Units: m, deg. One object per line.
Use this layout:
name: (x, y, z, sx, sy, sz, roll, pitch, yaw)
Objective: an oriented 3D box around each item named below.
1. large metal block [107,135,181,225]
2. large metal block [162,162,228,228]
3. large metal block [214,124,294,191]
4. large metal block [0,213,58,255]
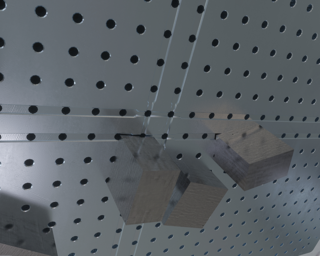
large metal block: (-0.025, 0.065, 0.401, 0.050, 0.080, 0.079, 4, 117, -30)
large metal block: (0.045, 0.107, 0.485, 0.080, 0.050, 0.080, 18, 109, -35)
large metal block: (0.141, 0.042, 0.477, 0.081, 0.080, 0.050, -14, 124, -21)
large metal block: (-0.191, 0.163, 0.391, 0.080, 0.050, 0.080, -48, 129, 5)
